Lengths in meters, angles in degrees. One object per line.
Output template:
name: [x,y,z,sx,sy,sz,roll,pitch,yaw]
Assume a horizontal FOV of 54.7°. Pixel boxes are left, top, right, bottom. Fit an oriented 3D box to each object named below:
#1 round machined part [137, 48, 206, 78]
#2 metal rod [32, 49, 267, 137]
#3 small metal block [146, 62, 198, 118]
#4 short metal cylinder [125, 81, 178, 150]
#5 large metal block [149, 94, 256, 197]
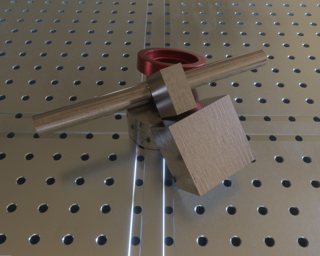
round machined part: [0.015,-0.084,0.452,0.099,0.042,0.098,5,28,-2]
metal rod: [0.001,-0.049,0.383,0.302,0.025,0.025,-19,53,-16]
small metal block: [0.012,-0.040,0.346,0.025,0.050,0.050,-23,96,-19]
short metal cylinder: [-0.003,-0.018,0.406,0.081,0.050,0.080,0,50,0]
large metal block: [0.048,0.017,0.348,0.081,0.050,0.080,-29,100,-22]
